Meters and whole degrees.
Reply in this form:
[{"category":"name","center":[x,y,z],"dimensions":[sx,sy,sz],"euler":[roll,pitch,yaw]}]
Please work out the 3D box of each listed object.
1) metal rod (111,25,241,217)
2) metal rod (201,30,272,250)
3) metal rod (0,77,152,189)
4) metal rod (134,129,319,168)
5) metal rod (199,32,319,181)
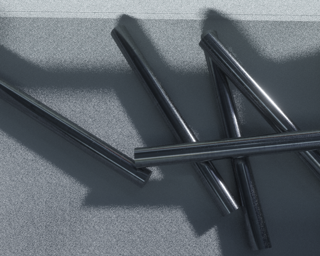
[{"category":"metal rod","center":[0.012,-0.022,0.417],"dimensions":[0.025,0.025,0.299],"euler":[-28,73,-10]},{"category":"metal rod","center":[0.095,0.001,0.409],"dimensions":[0.025,0.025,0.299],"euler":[-8,70,-3]},{"category":"metal rod","center":[-0.144,-0.011,0.412],"dimensions":[0.301,0.025,0.025],"euler":[30,73,10]},{"category":"metal rod","center":[0.121,0.020,0.368],"dimensions":[0.302,0.025,0.025],"euler":[-6,70,2]},{"category":"metal rod","center":[0.155,-0.007,0.397],"dimensions":[0.025,0.025,0.300],"euler":[-37,80,-12]}]
